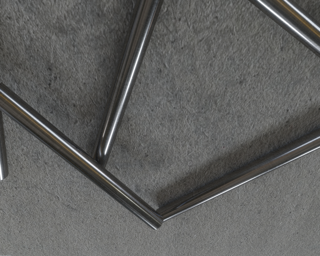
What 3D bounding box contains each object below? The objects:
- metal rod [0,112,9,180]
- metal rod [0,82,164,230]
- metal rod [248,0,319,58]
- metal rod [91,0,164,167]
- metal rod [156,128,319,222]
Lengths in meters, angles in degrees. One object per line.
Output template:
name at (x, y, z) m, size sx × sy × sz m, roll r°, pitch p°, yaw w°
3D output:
metal rod at (-0.205, -0.042, 0.369) m, size 0.025 × 0.025 × 0.298 m, roll 10°, pitch 130°, yaw -9°
metal rod at (-0.095, 0.053, 0.418) m, size 0.025 × 0.025 × 0.300 m, roll -30°, pitch 121°, yaw 23°
metal rod at (0.094, -0.132, 0.295) m, size 0.301 × 0.025 × 0.025 m, roll 27°, pitch 125°, yaw -22°
metal rod at (-0.046, -0.044, 0.368) m, size 0.025 × 0.025 × 0.298 m, roll 15°, pitch 129°, yaw -13°
metal rod at (0.116, 0.078, 0.474) m, size 0.299 × 0.025 × 0.025 m, roll -33°, pitch 123°, yaw 24°
